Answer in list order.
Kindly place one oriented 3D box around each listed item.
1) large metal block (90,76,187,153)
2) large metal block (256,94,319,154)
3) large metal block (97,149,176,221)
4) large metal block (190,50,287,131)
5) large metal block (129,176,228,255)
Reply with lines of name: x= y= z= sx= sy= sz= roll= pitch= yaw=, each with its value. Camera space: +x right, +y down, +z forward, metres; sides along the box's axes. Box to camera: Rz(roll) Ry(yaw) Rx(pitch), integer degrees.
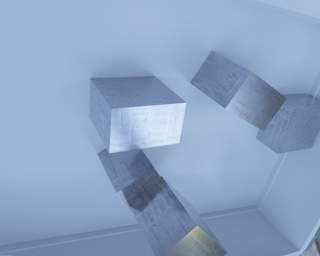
large metal block: x=-0.029 y=-0.019 z=0.347 sx=0.081 sy=0.080 sz=0.050 roll=-7 pitch=122 yaw=-25
large metal block: x=0.216 y=-0.009 z=0.508 sx=0.081 sy=0.050 sz=0.079 roll=-5 pitch=121 yaw=-26
large metal block: x=-0.029 y=0.066 z=0.400 sx=0.050 sy=0.080 sz=0.080 roll=-34 pitch=129 yaw=-7
large metal block: x=0.100 y=-0.048 z=0.400 sx=0.080 sy=0.080 sz=0.050 roll=24 pitch=105 yaw=-37
large metal block: x=0.020 y=0.114 z=0.352 sx=0.050 sy=0.080 sz=0.080 roll=-41 pitch=130 yaw=-1
